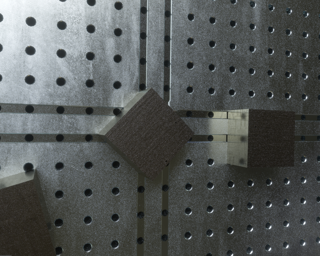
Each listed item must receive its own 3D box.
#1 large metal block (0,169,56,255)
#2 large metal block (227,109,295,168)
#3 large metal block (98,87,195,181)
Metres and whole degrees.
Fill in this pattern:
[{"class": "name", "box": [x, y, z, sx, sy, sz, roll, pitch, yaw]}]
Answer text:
[{"class": "large metal block", "box": [-0.148, 0.094, 0.329, 0.050, 0.080, 0.080, -16, 96, -20]}, {"class": "large metal block", "box": [0.148, 0.015, 0.456, 0.081, 0.050, 0.079, 2, 90, -21]}, {"class": "large metal block", "box": [-0.018, 0.007, 0.394, 0.080, 0.050, 0.080, 46, 76, -15]}]
